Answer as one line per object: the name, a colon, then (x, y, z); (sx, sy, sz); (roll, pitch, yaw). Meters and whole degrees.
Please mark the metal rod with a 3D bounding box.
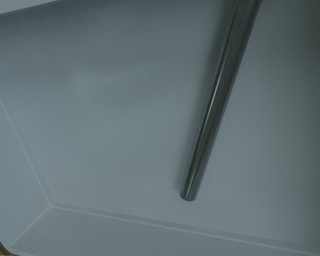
metal rod: (0.064, -0.024, 0.360); (0.025, 0.025, 0.298); (22, 127, 15)
